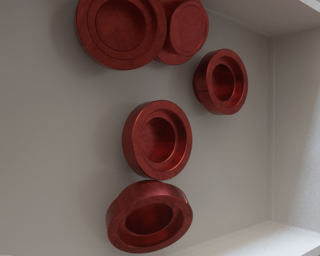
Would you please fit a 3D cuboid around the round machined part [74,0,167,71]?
[{"bbox_3d":[-0.046,-0.113,0.346,0.099,0.042,0.097,-3,99,-21],"label":"round machined part"}]

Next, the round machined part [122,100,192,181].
[{"bbox_3d":[-0.008,0.015,0.390,0.099,0.042,0.097,2,87,-41],"label":"round machined part"}]

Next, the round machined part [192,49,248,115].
[{"bbox_3d":[0.088,-0.068,0.472,0.099,0.042,0.097,0,90,-40],"label":"round machined part"}]

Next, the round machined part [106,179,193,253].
[{"bbox_3d":[-0.014,0.099,0.364,0.099,0.042,0.097,-8,126,-12],"label":"round machined part"}]

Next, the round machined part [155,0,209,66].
[{"bbox_3d":[0.025,-0.130,0.400,0.099,0.042,0.097,-18,120,-35],"label":"round machined part"}]
